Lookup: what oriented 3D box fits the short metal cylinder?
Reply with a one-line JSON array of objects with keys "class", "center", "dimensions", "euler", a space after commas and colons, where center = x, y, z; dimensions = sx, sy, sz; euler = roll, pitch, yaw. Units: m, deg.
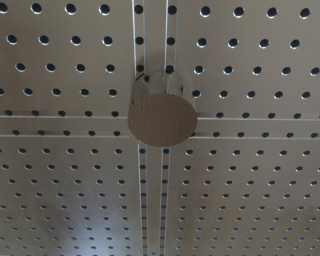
[{"class": "short metal cylinder", "center": [0.003, -0.023, 0.376], "dimensions": [0.081, 0.050, 0.079], "euler": [0, 130, 0]}]
